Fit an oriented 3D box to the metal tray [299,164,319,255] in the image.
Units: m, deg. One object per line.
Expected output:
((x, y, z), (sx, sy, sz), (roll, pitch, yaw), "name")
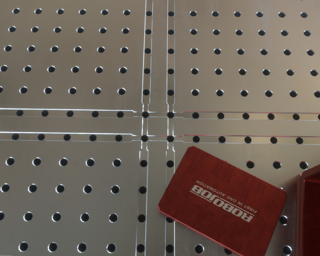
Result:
((0.187, 0.105, 0.339), (0.030, 0.090, 0.130), (10, 70, 4), "metal tray")

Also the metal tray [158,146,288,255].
((0.074, 0.090, 0.377), (0.130, 0.030, 0.090), (27, 72, 9), "metal tray")
